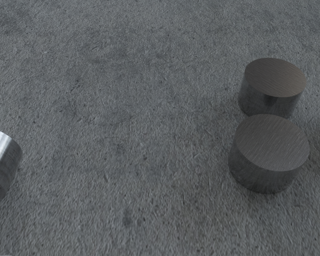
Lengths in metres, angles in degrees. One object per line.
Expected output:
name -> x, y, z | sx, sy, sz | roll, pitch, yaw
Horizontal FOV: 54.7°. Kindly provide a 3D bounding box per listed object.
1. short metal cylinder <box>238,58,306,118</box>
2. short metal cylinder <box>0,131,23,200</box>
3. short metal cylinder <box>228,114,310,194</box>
short metal cylinder -> 0.154, -0.053, 0.433 | 0.080, 0.050, 0.080 | 0, 50, 0
short metal cylinder -> -0.198, 0.039, 0.333 | 0.080, 0.080, 0.050 | 3, 50, 3
short metal cylinder -> 0.124, 0.030, 0.363 | 0.080, 0.050, 0.080 | 0, 50, 0
